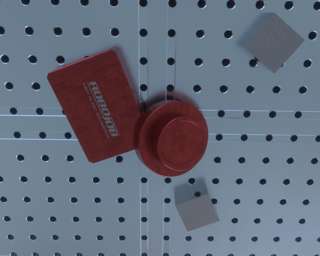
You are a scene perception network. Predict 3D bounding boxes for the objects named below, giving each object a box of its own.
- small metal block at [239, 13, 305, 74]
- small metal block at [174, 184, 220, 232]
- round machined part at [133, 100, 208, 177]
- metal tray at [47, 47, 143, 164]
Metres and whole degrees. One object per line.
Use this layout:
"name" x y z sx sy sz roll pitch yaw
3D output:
"small metal block" 0.135 -0.103 0.376 0.050 0.025 0.050 36 106 -13
"small metal block" 0.054 0.118 0.457 0.050 0.025 0.050 -21 109 7
"round machined part" 0.020 0.015 0.390 0.099 0.042 0.097 -5 103 -24
"metal tray" -0.073 -0.027 0.400 0.090 0.030 0.129 -19 109 6
